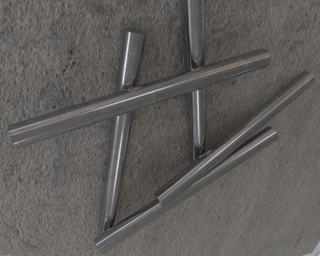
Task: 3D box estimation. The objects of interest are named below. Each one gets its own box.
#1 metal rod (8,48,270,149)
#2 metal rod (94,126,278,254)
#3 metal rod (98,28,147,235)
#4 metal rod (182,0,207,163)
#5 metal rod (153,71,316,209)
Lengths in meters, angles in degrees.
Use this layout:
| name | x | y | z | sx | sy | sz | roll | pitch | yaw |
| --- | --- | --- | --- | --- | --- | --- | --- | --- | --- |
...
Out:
| name | x | y | z | sx | sy | sz | roll | pitch | yaw |
| --- | --- | --- | --- | --- | --- | --- | --- | --- | --- |
| metal rod | -0.006 | -0.040 | 0.344 | 0.302 | 0.025 | 0.025 | -20 | 126 | -17 |
| metal rod | 0.043 | 0.085 | 0.449 | 0.301 | 0.025 | 0.025 | -31 | 129 | -8 |
| metal rod | -0.053 | 0.028 | 0.394 | 0.025 | 0.025 | 0.298 | -3 | 120 | -27 |
| metal rod | 0.047 | -0.048 | 0.402 | 0.025 | 0.025 | 0.298 | -19 | 126 | -18 |
| metal rod | 0.115 | 0.010 | 0.451 | 0.301 | 0.025 | 0.025 | -37 | 130 | -13 |
